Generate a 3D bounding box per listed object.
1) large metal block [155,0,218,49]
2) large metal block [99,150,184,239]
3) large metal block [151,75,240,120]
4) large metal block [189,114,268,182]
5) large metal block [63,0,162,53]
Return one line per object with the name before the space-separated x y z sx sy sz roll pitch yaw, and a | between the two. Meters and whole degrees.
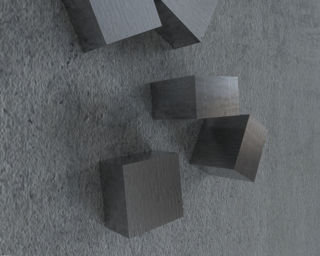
large metal block | 0.025 -0.165 0.409 0.080 0.050 0.080 36 68 -34
large metal block | -0.021 0.074 0.371 0.081 0.050 0.079 -8 96 -40
large metal block | 0.046 -0.039 0.407 0.081 0.080 0.050 -6 94 -40
large metal block | 0.100 0.028 0.452 0.050 0.080 0.080 32 70 -36
large metal block | -0.055 -0.137 0.342 0.081 0.050 0.080 -32 110 -35
